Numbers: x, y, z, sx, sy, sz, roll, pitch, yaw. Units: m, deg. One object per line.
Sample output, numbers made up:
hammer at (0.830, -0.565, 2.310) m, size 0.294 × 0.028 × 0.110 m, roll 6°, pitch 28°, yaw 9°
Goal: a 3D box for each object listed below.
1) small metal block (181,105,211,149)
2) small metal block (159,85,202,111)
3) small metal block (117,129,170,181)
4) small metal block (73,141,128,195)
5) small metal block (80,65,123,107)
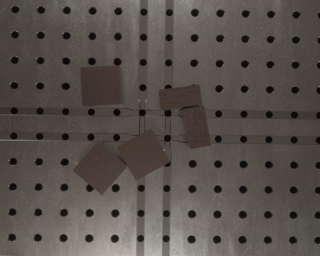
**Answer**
small metal block at (0.046, -0.001, 0.402) m, size 0.025 × 0.050 × 0.050 m, roll -10°, pitch 90°, yaw 0°
small metal block at (0.025, -0.038, 0.401) m, size 0.050 × 0.050 × 0.025 m, roll -7°, pitch 90°, yaw 0°
small metal block at (-0.022, 0.035, 0.413) m, size 0.050 × 0.025 × 0.050 m, roll -29°, pitch 90°, yaw -1°
small metal block at (-0.077, 0.052, 0.412) m, size 0.050 × 0.025 × 0.050 m, roll 41°, pitch 90°, yaw -1°
small metal block at (-0.077, -0.055, 0.412) m, size 0.050 × 0.025 × 0.050 m, roll -3°, pitch 90°, yaw -1°
